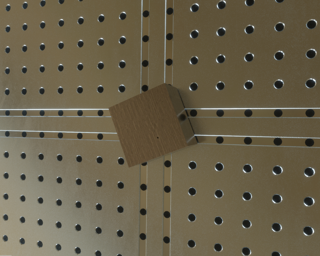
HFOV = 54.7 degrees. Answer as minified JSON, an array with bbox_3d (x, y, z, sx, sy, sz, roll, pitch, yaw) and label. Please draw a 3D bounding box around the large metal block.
[{"bbox_3d":[-0.008,-0.002,0.398,0.080,0.050,0.080,-22,83,18],"label":"large metal block"}]
